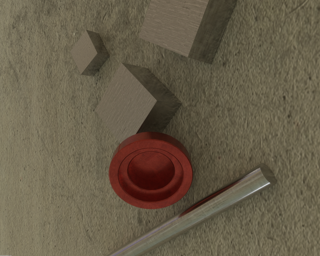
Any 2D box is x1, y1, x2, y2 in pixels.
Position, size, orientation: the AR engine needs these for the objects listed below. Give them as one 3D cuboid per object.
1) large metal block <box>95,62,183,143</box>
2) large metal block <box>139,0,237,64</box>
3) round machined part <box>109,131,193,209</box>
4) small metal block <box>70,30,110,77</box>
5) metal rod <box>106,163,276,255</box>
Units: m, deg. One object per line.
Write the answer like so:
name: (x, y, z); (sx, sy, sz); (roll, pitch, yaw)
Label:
large metal block: (-0.031, -0.028, 0.414); (0.080, 0.050, 0.080); (49, 119, 29)
large metal block: (0.031, -0.129, 0.363); (0.080, 0.050, 0.079); (32, 110, 35)
round machined part: (-0.011, 0.048, 0.380); (0.097, 0.098, 0.042); (-61, 12, 22)
small metal block: (-0.113, -0.120, 0.498); (0.050, 0.025, 0.050); (-41, 65, 32)
metal rod: (0.013, 0.128, 0.393); (0.299, 0.025, 0.025); (-40, 66, 32)
